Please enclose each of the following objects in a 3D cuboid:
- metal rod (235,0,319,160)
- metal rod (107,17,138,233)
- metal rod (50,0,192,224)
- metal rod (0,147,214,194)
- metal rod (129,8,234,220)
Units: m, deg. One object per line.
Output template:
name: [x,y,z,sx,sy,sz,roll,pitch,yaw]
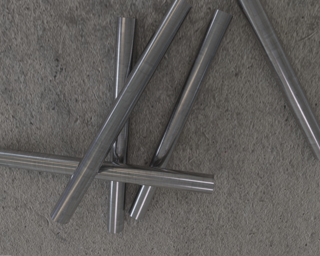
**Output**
metal rod: [0.144,-0.083,0.380,0.025,0.025,0.299,-31,108,10]
metal rod: [-0.052,0.010,0.412,0.025,0.025,0.298,5,110,-2]
metal rod: [-0.049,-0.016,0.371,0.025,0.025,0.299,30,96,-10]
metal rod: [-0.083,0.054,0.405,0.302,0.025,0.025,6,110,7]
metal rod: [0.020,-0.004,0.408,0.025,0.025,0.298,20,109,-7]
